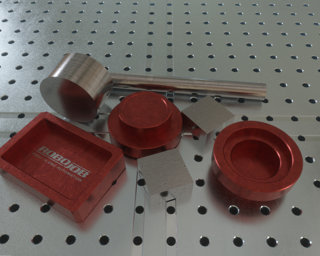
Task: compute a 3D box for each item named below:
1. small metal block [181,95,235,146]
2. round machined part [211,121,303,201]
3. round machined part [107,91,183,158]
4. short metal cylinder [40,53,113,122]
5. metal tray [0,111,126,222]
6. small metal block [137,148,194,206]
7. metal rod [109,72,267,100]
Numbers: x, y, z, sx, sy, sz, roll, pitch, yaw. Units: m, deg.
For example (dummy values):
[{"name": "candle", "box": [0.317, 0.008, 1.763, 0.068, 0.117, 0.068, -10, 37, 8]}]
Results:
[{"name": "small metal block", "box": [0.063, -0.011, 0.418, 0.050, 0.025, 0.050, -31, 57, -24]}, {"name": "round machined part", "box": [0.109, 0.041, 0.363, 0.099, 0.042, 0.098, 0, 50, 0]}, {"name": "round machined part", "box": [-0.019, -0.011, 0.405, 0.099, 0.042, 0.098, 0, 47, 0]}, {"name": "short metal cylinder", "box": [-0.110, -0.053, 0.415, 0.080, 0.080, 0.050, 14, 51, 11]}, {"name": "metal tray", "box": [-0.119, 0.040, 0.369, 0.130, 0.030, 0.090, 24, 54, 19]}, {"name": "small metal block", "box": [0.005, 0.056, 0.361, 0.050, 0.025, 0.050, -15, 52, -12]}, {"name": "metal rod", "box": [0.002, -0.066, 0.462, 0.302, 0.025, 0.025, 5, 50, 4]}]
